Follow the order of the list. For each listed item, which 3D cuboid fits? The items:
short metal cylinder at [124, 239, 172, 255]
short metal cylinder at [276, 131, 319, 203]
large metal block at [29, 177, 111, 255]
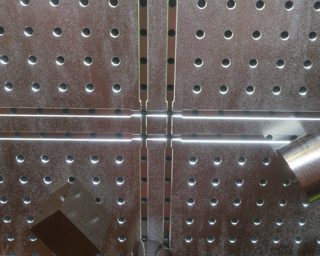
[{"bbox_3d":[-0.019,0.223,0.482,0.081,0.050,0.079,0,110,0],"label":"short metal cylinder"},{"bbox_3d":[0.196,0.051,0.404,0.050,0.080,0.080,-30,108,10],"label":"short metal cylinder"},{"bbox_3d":[-0.120,0.129,0.431,0.050,0.080,0.080,-34,107,11],"label":"large metal block"}]
